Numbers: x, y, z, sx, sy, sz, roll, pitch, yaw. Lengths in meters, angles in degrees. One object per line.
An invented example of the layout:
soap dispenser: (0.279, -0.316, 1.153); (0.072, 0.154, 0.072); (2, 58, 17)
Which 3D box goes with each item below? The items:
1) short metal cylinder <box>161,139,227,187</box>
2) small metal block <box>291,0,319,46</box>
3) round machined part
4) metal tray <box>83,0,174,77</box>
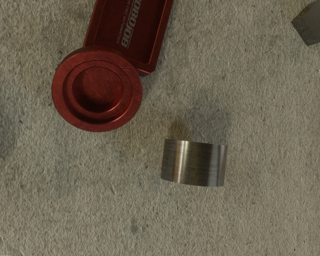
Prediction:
short metal cylinder: (0.043, 0.043, 0.396); (0.081, 0.080, 0.050); (7, 88, -20)
small metal block: (0.249, -0.170, 0.501); (0.050, 0.025, 0.050); (-45, 104, -15)
round machined part: (-0.072, -0.047, 0.359); (0.099, 0.042, 0.097); (-5, 119, -9)
metal tray: (-0.037, -0.140, 0.392); (0.091, 0.030, 0.129); (16, 85, -20)
